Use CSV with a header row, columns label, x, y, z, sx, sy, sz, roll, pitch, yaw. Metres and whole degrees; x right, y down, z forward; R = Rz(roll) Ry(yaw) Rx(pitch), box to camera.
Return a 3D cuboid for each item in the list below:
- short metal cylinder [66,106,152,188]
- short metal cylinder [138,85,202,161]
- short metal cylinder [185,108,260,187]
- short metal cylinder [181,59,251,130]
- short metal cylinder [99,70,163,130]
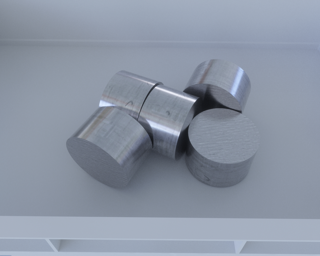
label,x,y,z,sx,sy,sz,roll,pitch,yaw
short metal cylinder,-0.056,0.022,0.348,0.080,0.080,0.050,23,54,18
short metal cylinder,0.012,-0.007,0.374,0.050,0.080,0.080,21,53,16
short metal cylinder,0.072,0.023,0.368,0.081,0.050,0.080,0,50,0
short metal cylinder,0.072,-0.042,0.403,0.080,0.080,0.050,18,52,14
short metal cylinder,-0.034,-0.027,0.389,0.050,0.080,0.080,20,53,16
